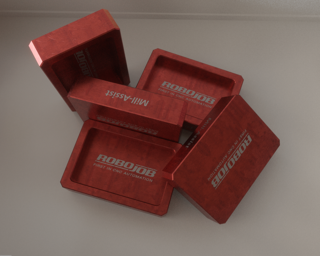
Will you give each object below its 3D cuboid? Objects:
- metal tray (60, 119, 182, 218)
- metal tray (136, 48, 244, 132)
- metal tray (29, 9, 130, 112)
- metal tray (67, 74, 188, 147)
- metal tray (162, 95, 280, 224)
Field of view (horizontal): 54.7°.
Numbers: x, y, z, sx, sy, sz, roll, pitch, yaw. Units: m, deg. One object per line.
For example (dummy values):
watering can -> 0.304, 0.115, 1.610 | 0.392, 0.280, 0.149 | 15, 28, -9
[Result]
metal tray -> -0.044, 0.049, 0.385 | 0.131, 0.030, 0.090 | 15, 71, 5
metal tray -> 0.037, -0.047, 0.423 | 0.131, 0.030, 0.090 | 20, 71, 6
metal tray -> -0.088, -0.075, 0.377 | 0.090, 0.130, 0.030 | -29, 73, -10
metal tray -> -0.036, -0.017, 0.378 | 0.131, 0.090, 0.030 | 15, 71, 5
metal tray -> 0.076, 0.036, 0.372 | 0.090, 0.030, 0.130 | 45, 74, -15
